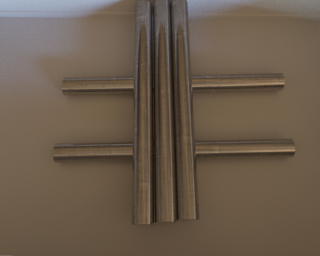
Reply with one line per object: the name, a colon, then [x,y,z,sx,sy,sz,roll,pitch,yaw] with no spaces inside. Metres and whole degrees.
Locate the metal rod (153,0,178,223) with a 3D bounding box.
metal rod: [0.005,-0.036,0.394,0.025,0.025,0.299,-1,70,0]

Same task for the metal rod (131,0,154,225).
metal rod: [-0.021,-0.034,0.393,0.025,0.025,0.299,-1,70,0]

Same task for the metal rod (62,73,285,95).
metal rod: [0.019,-0.061,0.431,0.302,0.025,0.025,-1,70,-1]

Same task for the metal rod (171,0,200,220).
metal rod: [0.029,-0.038,0.395,0.025,0.025,0.299,-1,70,0]

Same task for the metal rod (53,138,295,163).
metal rod: [0.018,0.029,0.398,0.302,0.025,0.025,-1,70,-1]
